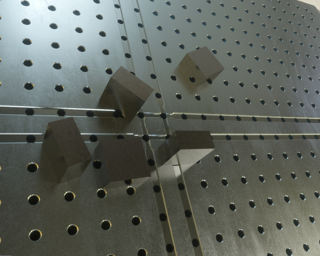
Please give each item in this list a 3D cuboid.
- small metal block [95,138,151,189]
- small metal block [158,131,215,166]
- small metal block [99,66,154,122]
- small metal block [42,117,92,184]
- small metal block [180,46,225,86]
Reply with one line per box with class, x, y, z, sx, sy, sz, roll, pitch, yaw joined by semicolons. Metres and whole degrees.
small metal block;-0.044;0.040;0.361;0.050;0.025;0.050;-3;63;-30
small metal block;0.033;0.026;0.396;0.050;0.050;0.025;1;62;-28
small metal block;-0.043;-0.043;0.396;0.050;0.050;0.025;36;51;-5
small metal block;-0.099;0.024;0.325;0.025;0.050;0.050;-18;71;-35
small metal block;0.070;-0.103;0.510;0.050;0.025;0.050;-29;78;-38
